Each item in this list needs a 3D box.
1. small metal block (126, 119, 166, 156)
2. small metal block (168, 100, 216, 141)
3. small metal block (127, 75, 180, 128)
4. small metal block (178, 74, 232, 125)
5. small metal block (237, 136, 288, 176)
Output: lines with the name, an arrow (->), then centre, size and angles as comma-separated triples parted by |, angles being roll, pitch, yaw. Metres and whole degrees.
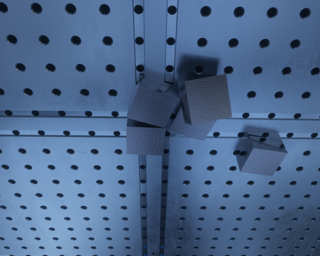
small metal block -> -0.019, 0.010, 0.420 | 0.050, 0.025, 0.050 | 3, 130, -3
small metal block -> 0.043, -0.015, 0.400 | 0.050, 0.025, 0.050 | 16, 128, -14
small metal block -> -0.009, -0.032, 0.384 | 0.050, 0.025, 0.050 | 15, 129, -13
small metal block -> 0.052, -0.033, 0.360 | 0.050, 0.025, 0.050 | -12, 98, -14
small metal block -> 0.147, 0.041, 0.449 | 0.050, 0.025, 0.050 | 9, 130, -8
